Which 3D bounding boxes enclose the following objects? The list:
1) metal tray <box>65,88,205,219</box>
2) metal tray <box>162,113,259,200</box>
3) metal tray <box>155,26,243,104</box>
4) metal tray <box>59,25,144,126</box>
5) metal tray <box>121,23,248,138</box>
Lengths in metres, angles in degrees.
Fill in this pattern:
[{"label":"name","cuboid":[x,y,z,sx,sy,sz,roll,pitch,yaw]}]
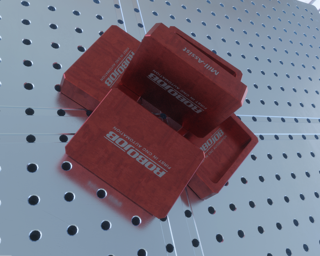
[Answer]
[{"label":"metal tray","cuboid":[-0.027,0.028,0.350,0.130,0.030,0.090,37,76,-4]},{"label":"metal tray","cuboid":[0.071,0.024,0.429,0.090,0.030,0.131,47,51,5]},{"label":"metal tray","cuboid":[0.050,-0.079,0.443,0.130,0.030,0.090,32,51,-8]},{"label":"metal tray","cuboid":[-0.060,-0.074,0.418,0.090,0.030,0.130,34,51,-7]},{"label":"metal tray","cuboid":[0.026,-0.052,0.374,0.130,0.090,0.030,35,51,-5]}]
